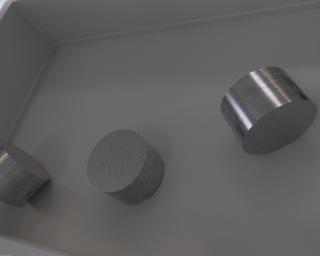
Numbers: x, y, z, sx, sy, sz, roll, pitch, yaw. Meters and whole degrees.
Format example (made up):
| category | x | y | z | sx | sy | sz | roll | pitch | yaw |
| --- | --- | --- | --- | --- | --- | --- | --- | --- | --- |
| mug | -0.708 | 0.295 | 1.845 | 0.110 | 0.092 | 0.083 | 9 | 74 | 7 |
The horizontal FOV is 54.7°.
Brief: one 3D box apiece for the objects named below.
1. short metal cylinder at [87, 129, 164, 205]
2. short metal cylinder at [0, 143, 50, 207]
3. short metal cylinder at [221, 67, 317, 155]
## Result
| category | x | y | z | sx | sy | sz | roll | pitch | yaw |
| --- | --- | --- | --- | --- | --- | --- | --- | --- | --- |
| short metal cylinder | -0.041 | 0.048 | 0.382 | 0.080 | 0.050 | 0.080 | -13 | 56 | 21 |
| short metal cylinder | -0.206 | 0.066 | 0.438 | 0.050 | 0.080 | 0.080 | -49 | 51 | -6 |
| short metal cylinder | 0.111 | -0.016 | 0.322 | 0.080 | 0.080 | 0.050 | -30 | 52 | 9 |
